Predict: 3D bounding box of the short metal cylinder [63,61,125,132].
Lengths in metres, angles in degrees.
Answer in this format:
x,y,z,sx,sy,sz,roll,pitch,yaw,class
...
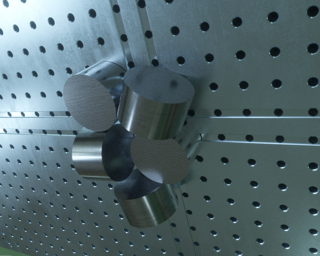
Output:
x,y,z,sx,sy,sz,roll,pitch,yaw,class
-0.079,-0.042,0.410,0.080,0.050,0.079,14,125,21,short metal cylinder

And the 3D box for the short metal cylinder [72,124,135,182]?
x,y,z,sx,sy,sz,roll,pitch,yaw,class
-0.076,0.035,0.438,0.050,0.080,0.080,-3,117,29,short metal cylinder

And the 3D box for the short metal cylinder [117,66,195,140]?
x,y,z,sx,sy,sz,roll,pitch,yaw,class
-0.006,-0.031,0.360,0.080,0.080,0.050,25,127,12,short metal cylinder

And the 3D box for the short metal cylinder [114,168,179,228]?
x,y,z,sx,sy,sz,roll,pitch,yaw,class
-0.019,0.096,0.444,0.080,0.080,0.050,-6,116,31,short metal cylinder

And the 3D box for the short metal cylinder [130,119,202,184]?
x,y,z,sx,sy,sz,roll,pitch,yaw,class
0.009,0.026,0.407,0.080,0.050,0.079,13,124,20,short metal cylinder
